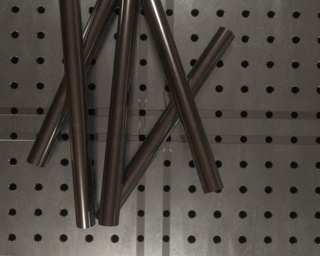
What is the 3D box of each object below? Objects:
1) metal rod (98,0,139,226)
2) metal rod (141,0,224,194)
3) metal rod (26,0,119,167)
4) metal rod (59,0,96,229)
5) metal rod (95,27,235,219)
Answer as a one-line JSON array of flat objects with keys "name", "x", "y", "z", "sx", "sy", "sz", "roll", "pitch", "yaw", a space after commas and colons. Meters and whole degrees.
[{"name": "metal rod", "x": -0.052, "y": -0.029, "z": 0.398, "sx": 0.025, "sy": 0.025, "sz": 0.298, "roll": 5, "pitch": 84, "yaw": -1}, {"name": "metal rod", "x": 0.020, "y": -0.066, "z": 0.391, "sx": 0.025, "sy": 0.025, "sz": 0.299, "roll": -17, "pitch": 82, "yaw": 0}, {"name": "metal rod", "x": -0.105, "y": -0.090, "z": 0.411, "sx": 0.025, "sy": 0.025, "sz": 0.299, "roll": 24, "pitch": 90, "yaw": -1}, {"name": "metal rod", "x": -0.104, "y": -0.019, "z": 0.393, "sx": 0.025, "sy": 0.025, "sz": 0.298, "roll": -2, "pitch": 98, "yaw": -1}, {"name": "metal rod", "x": 0.007, "y": -0.003, "z": 0.413, "sx": 0.025, "sy": 0.025, "sz": 0.299, "roll": 34, "pitch": 90, "yaw": -1}]
